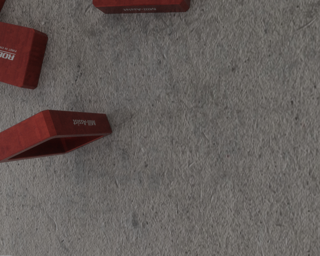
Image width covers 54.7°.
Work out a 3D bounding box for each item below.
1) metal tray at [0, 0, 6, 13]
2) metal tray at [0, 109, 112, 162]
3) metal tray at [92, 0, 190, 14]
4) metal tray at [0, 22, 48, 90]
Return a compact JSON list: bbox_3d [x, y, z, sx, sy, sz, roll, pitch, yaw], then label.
[{"bbox_3d":[-0.309,-0.251,0.515,0.130,0.030,0.090,33,101,16],"label":"metal tray"},{"bbox_3d":[-0.133,0.010,0.400,0.090,0.130,0.030,-23,83,18],"label":"metal tray"},{"bbox_3d":[-0.023,-0.204,0.414,0.130,0.030,0.089,6,92,19],"label":"metal tray"},{"bbox_3d":[-0.249,-0.120,0.494,0.130,0.030,0.089,16,95,19],"label":"metal tray"}]
